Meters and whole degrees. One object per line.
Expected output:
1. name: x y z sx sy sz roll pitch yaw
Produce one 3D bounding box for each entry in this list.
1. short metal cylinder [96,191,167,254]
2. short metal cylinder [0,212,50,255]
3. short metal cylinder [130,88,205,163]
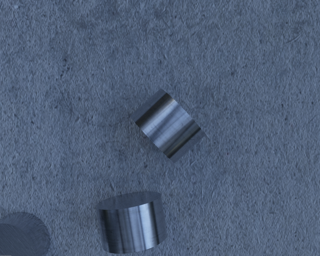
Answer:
1. short metal cylinder: -0.035 0.113 0.382 0.080 0.080 0.050 -9 90 0
2. short metal cylinder: -0.190 0.154 0.396 0.081 0.050 0.080 0 90 0
3. short metal cylinder: 0.009 -0.003 0.382 0.050 0.080 0.080 -43 90 0
